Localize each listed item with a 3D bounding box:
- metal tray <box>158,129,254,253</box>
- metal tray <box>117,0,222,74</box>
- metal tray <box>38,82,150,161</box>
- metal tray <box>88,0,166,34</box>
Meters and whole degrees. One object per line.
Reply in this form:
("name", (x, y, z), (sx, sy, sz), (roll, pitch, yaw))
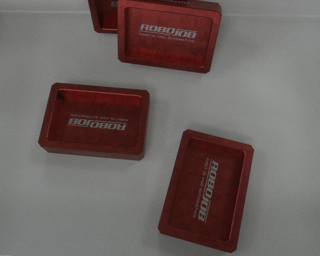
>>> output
("metal tray", (0.057, 0.075, 0.380), (0.090, 0.030, 0.130), (15, 70, 5))
("metal tray", (0.010, -0.127, 0.420), (0.131, 0.089, 0.030), (8, 42, 2))
("metal tray", (-0.082, -0.009, 0.409), (0.131, 0.030, 0.090), (5, 70, 1))
("metal tray", (-0.031, -0.172, 0.433), (0.131, 0.090, 0.030), (2, 67, -3))
